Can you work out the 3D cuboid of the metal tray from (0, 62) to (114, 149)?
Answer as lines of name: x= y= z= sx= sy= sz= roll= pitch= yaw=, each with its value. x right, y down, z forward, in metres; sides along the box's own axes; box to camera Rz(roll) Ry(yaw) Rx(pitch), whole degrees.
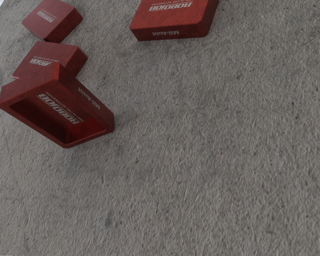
metal tray: x=-0.134 y=-0.024 z=0.421 sx=0.090 sy=0.130 sz=0.030 roll=-20 pitch=54 yaw=16

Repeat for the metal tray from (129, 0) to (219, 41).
metal tray: x=0.023 y=-0.189 z=0.504 sx=0.130 sy=0.030 sz=0.090 roll=6 pitch=65 yaw=30

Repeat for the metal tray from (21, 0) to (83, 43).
metal tray: x=-0.234 y=-0.231 z=0.665 sx=0.090 sy=0.030 sz=0.130 roll=-49 pitch=52 yaw=-6

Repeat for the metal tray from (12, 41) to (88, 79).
metal tray: x=-0.208 y=-0.115 z=0.580 sx=0.130 sy=0.030 sz=0.090 roll=17 pitch=70 yaw=34
